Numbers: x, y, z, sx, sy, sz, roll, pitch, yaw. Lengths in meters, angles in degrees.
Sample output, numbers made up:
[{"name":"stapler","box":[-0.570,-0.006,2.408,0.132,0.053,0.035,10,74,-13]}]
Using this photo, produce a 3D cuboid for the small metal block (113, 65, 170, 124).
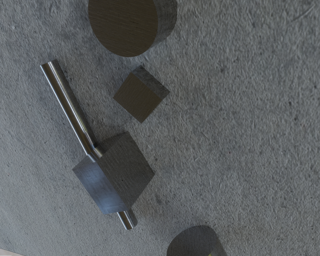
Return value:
[{"name":"small metal block","box":[-0.024,-0.042,0.394,0.050,0.025,0.050,42,129,-1]}]

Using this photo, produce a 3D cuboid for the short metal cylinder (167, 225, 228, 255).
[{"name":"short metal cylinder","box":[0.057,0.193,0.461,0.080,0.080,0.050,-16,110,34]}]

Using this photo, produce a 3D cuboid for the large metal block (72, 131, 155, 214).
[{"name":"large metal block","box":[-0.063,0.063,0.443,0.050,0.080,0.080,-20,108,35]}]

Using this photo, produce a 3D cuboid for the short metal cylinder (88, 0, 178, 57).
[{"name":"short metal cylinder","box":[-0.028,-0.122,0.330,0.080,0.050,0.079,13,124,21]}]

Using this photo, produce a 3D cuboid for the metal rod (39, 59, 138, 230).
[{"name":"metal rod","box":[-0.103,0.038,0.484,0.025,0.025,0.299,-9,114,32]}]
